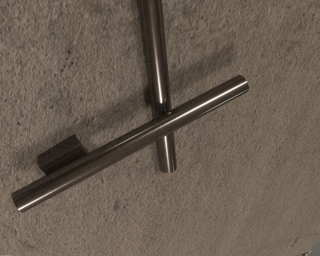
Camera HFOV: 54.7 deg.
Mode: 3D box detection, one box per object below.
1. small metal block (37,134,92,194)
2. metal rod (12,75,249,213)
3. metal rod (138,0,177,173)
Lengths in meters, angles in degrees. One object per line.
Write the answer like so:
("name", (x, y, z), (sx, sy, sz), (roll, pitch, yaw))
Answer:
("small metal block", (-0.110, 0.043, 0.375), (0.050, 0.025, 0.050), (-32, 129, -8))
("metal rod", (-0.025, 0.013, 0.368), (0.302, 0.025, 0.025), (-28, 128, -11))
("metal rod", (-0.003, -0.065, 0.366), (0.025, 0.025, 0.298), (-19, 126, -18))
